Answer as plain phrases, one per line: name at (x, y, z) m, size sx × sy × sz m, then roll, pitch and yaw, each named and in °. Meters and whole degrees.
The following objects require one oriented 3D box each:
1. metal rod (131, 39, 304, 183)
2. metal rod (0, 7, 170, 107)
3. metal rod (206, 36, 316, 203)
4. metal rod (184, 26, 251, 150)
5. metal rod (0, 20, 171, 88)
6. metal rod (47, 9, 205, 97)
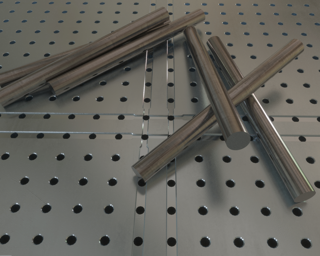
metal rod at (0.088, -0.033, 0.409) m, size 0.301 × 0.025 × 0.025 m, roll -38°, pitch 59°, yaw -18°
metal rod at (-0.111, -0.119, 0.488) m, size 0.301 × 0.025 × 0.025 m, roll -33°, pitch 58°, yaw -18°
metal rod at (0.126, -0.035, 0.437) m, size 0.025 × 0.025 × 0.300 m, roll -10°, pitch 51°, yaw -9°
metal rod at (0.067, -0.078, 0.432) m, size 0.025 × 0.025 × 0.300 m, roll -4°, pitch 38°, yaw -3°
metal rod at (-0.113, -0.129, 0.515) m, size 0.302 × 0.025 × 0.025 m, roll -25°, pitch 55°, yaw -20°
metal rod at (-0.042, -0.132, 0.513) m, size 0.302 × 0.025 × 0.025 m, roll -33°, pitch 57°, yaw -23°
